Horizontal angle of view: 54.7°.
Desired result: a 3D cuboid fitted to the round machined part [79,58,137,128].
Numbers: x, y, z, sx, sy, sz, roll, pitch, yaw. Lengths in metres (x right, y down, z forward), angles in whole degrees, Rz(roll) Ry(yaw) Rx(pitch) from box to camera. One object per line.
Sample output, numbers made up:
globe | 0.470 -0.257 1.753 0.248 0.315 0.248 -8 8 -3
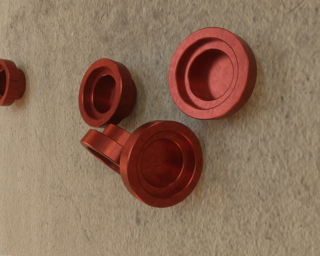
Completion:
round machined part | -0.072 -0.047 0.446 0.098 0.042 0.097 -7 80 42

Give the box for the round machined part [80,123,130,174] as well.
round machined part | -0.053 0.031 0.412 0.098 0.098 0.042 23 69 37

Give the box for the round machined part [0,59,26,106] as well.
round machined part | -0.320 -0.094 0.653 0.098 0.042 0.097 0 90 39

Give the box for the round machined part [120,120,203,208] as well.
round machined part | -0.002 0.039 0.361 0.042 0.099 0.097 6 94 60

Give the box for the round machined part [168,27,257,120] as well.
round machined part | 0.060 -0.057 0.343 0.098 0.042 0.097 0 90 39
